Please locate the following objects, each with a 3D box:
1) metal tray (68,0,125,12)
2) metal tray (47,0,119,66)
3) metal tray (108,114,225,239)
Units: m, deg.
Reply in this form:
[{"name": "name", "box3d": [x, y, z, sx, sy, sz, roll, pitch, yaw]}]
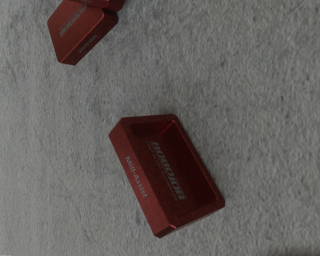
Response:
[{"name": "metal tray", "box3d": [-0.100, -0.227, 0.447, 0.130, 0.030, 0.090, 21, 89, 22]}, {"name": "metal tray", "box3d": [-0.130, -0.174, 0.506, 0.130, 0.030, 0.090, -31, 71, 35]}, {"name": "metal tray", "box3d": [0.008, 0.046, 0.352, 0.030, 0.091, 0.130, -46, 62, 39]}]
